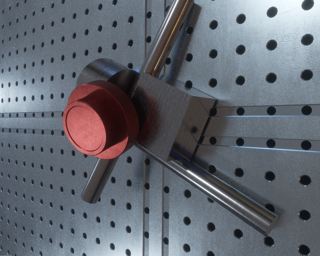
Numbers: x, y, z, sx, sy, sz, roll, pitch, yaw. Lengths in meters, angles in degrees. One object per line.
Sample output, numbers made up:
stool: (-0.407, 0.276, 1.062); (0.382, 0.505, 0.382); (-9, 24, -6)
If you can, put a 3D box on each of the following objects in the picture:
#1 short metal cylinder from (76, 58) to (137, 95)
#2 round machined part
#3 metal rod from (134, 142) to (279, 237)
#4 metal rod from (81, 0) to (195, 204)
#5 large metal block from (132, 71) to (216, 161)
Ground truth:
short metal cylinder: (-0.067, -0.050, 0.426); (0.050, 0.081, 0.079); (31, 109, 35)
round machined part: (-0.078, -0.005, 0.375); (0.098, 0.042, 0.097); (13, 116, 28)
metal rod: (0.008, 0.036, 0.400); (0.300, 0.025, 0.025); (31, 109, 35)
metal rod: (-0.035, -0.031, 0.410); (0.025, 0.025, 0.298); (34, 104, 34)
large metal block: (0.009, -0.016, 0.380); (0.080, 0.050, 0.079); (32, 110, 35)
